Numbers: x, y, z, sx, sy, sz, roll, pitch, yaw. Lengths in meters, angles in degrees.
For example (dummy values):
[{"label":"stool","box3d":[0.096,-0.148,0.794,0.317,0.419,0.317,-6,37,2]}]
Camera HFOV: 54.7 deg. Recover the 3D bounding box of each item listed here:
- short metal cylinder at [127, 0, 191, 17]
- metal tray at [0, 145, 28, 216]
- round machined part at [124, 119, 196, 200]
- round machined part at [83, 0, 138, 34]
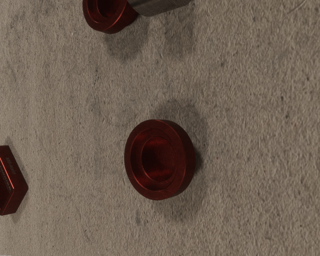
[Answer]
[{"label":"short metal cylinder","box3d":[-0.002,-0.180,0.369,0.050,0.081,0.079,-2,89,40]},{"label":"metal tray","box3d":[-0.341,0.112,0.677,0.130,0.030,0.090,51,119,27]},{"label":"round machined part","box3d":[0.004,0.038,0.389,0.098,0.042,0.097,0,90,39]},{"label":"round machined part","box3d":[-0.064,-0.184,0.444,0.098,0.042,0.097,0,90,39]}]
